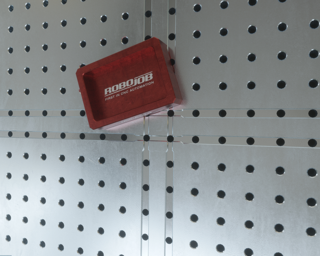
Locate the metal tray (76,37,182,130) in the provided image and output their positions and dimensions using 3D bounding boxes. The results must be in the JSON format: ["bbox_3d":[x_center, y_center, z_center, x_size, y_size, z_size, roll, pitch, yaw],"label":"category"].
[{"bbox_3d":[-0.045,-0.057,0.426,0.130,0.030,0.090,-17,84,19],"label":"metal tray"}]
